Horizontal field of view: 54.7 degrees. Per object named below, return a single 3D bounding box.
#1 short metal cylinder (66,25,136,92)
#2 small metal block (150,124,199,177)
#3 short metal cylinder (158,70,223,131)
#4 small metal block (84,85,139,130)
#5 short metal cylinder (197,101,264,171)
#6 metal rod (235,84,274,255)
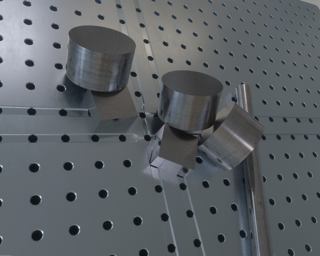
[{"bbox_3d":[-0.075,-0.088,0.388,0.081,0.050,0.080,12,36,-8],"label":"short metal cylinder"},{"bbox_3d":[0.019,0.029,0.401,0.050,0.025,0.050,23,53,-15],"label":"small metal block"},{"bbox_3d":[0.039,-0.039,0.415,0.081,0.050,0.080,5,32,-3],"label":"short metal cylinder"},{"bbox_3d":[-0.062,-0.028,0.392,0.050,0.025,0.050,-9,66,-32],"label":"small metal block"},{"bbox_3d":[0.092,0.011,0.416,0.050,0.080,0.080,39,51,-2],"label":"short metal cylinder"},{"bbox_3d":[0.133,0.060,0.443,0.025,0.025,0.300,16,55,-19],"label":"metal rod"}]
